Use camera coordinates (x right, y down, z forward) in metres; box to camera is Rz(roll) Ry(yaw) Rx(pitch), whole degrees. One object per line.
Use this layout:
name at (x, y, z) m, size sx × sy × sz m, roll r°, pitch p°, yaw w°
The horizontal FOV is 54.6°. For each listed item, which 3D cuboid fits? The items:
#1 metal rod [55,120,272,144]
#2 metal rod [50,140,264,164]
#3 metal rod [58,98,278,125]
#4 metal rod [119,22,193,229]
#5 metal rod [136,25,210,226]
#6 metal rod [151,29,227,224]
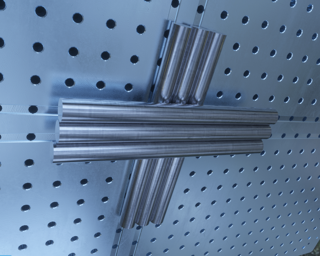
metal rod at (0.026, 0.004, 0.395) m, size 0.302 × 0.025 × 0.025 m, roll 0°, pitch 118°, yaw -29°
metal rod at (0.017, 0.026, 0.404) m, size 0.302 × 0.025 × 0.025 m, roll 0°, pitch 118°, yaw -29°
metal rod at (0.032, -0.017, 0.385) m, size 0.302 × 0.025 × 0.025 m, roll 0°, pitch 118°, yaw -29°
metal rod at (-0.013, 0.014, 0.412) m, size 0.025 × 0.025 × 0.298 m, roll 2°, pitch 118°, yaw -29°
metal rod at (0.009, 0.014, 0.424) m, size 0.025 × 0.025 × 0.298 m, roll 2°, pitch 118°, yaw -29°
metal rod at (0.031, 0.015, 0.437) m, size 0.025 × 0.025 × 0.298 m, roll 2°, pitch 118°, yaw -29°
